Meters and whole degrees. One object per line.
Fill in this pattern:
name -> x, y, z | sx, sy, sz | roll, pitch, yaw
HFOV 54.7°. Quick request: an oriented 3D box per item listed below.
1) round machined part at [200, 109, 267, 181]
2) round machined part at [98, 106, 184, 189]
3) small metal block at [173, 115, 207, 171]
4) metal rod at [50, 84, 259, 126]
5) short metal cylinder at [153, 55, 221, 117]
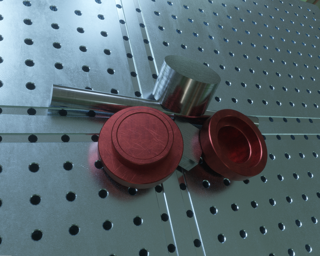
round machined part -> 0.095, 0.026, 0.425 | 0.099, 0.042, 0.098 | 15, 57, -24
round machined part -> -0.021, 0.016, 0.355 | 0.099, 0.042, 0.098 | 3, 64, -7
small metal block -> 0.030, 0.020, 0.407 | 0.050, 0.025, 0.050 | 32, 52, -8
metal rod -> 0.010, -0.022, 0.423 | 0.302, 0.025, 0.025 | 7, 59, -25
short metal cylinder -> 0.036, -0.059, 0.424 | 0.081, 0.050, 0.080 | 17, 30, -10
